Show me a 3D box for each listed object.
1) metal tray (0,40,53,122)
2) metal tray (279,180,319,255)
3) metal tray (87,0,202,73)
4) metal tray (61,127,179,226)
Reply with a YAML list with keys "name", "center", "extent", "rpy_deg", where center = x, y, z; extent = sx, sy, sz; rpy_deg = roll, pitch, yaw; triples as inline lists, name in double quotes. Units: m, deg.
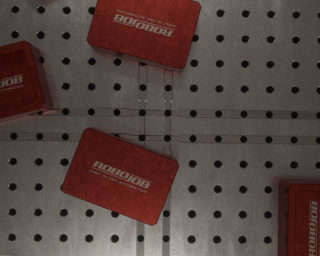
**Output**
- name: "metal tray"
  center: [-0.219, -0.054, 0.407]
  extent: [0.131, 0.030, 0.089]
  rpy_deg: [-14, 90, -1]
- name: "metal tray"
  center: [0.209, 0.137, 0.413]
  extent: [0.091, 0.030, 0.129]
  rpy_deg: [1, 90, -1]
- name: "metal tray"
  center: [-0.020, -0.134, 0.411]
  extent: [0.131, 0.030, 0.090]
  rpy_deg: [15, 90, -1]
- name: "metal tray"
  center: [-0.051, 0.062, 0.410]
  extent: [0.131, 0.030, 0.090]
  rpy_deg: [21, 90, -1]
